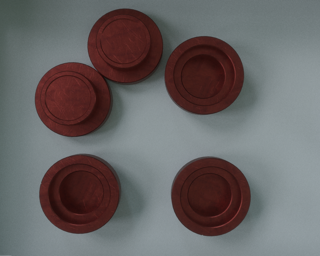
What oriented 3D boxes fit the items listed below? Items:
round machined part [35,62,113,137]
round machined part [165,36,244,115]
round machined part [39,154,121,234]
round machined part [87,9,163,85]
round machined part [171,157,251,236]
[{"bbox_3d":[-0.113,-0.037,0.401,0.099,0.042,0.097,0,90,-1],"label":"round machined part"},{"bbox_3d":[0.055,-0.065,0.404,0.099,0.042,0.097,0,90,-1],"label":"round machined part"},{"bbox_3d":[-0.100,0.082,0.402,0.099,0.042,0.097,0,90,-1],"label":"round machined part"},{"bbox_3d":[-0.045,-0.107,0.402,0.099,0.042,0.097,0,90,-1],"label":"round machined part"},{"bbox_3d":[0.063,0.086,0.404,0.099,0.042,0.097,0,90,-1],"label":"round machined part"}]
